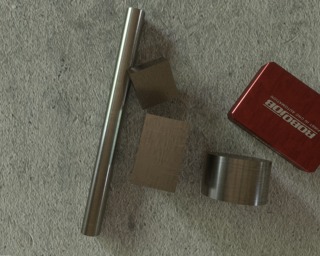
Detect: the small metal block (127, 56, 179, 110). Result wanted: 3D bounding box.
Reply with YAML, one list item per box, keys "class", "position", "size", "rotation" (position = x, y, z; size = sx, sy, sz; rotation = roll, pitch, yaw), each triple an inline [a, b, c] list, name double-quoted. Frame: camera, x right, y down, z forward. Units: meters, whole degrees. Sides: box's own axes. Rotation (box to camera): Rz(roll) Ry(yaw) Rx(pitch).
- class: "small metal block"
  position: [-0.009, -0.058, 0.398]
  size: [0.050, 0.025, 0.050]
  rotation: [-22, 116, -5]

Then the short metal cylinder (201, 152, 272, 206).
- class: "short metal cylinder"
  position: [0.094, 0.060, 0.384]
  size: [0.081, 0.080, 0.050]
  rotation: [7, 90, -1]

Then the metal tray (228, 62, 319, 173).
- class: "metal tray"
  position: [0.168, -0.014, 0.410]
  size: [0.130, 0.030, 0.090]
  rotation: [36, 90, -1]

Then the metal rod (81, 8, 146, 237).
- class: "metal rod"
  position: [-0.062, -0.008, 0.409]
  size: [0.025, 0.025, 0.298]
  rotation: [12, 90, -1]

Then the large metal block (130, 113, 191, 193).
- class: "large metal block"
  position: [0.001, 0.028, 0.383]
  size: [0.050, 0.080, 0.080]
  rotation: [13, 90, 0]
